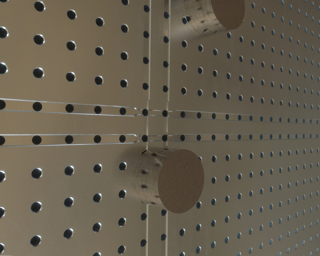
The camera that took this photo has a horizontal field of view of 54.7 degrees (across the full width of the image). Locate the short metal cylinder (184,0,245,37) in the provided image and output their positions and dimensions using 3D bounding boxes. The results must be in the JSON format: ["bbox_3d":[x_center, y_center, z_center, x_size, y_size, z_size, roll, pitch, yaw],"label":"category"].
[{"bbox_3d":[0.083,-0.182,0.464,0.081,0.050,0.079,0,90,-40],"label":"short metal cylinder"}]

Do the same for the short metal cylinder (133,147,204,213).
[{"bbox_3d":[0.012,0.066,0.405,0.081,0.050,0.079,0,90,-40],"label":"short metal cylinder"}]
